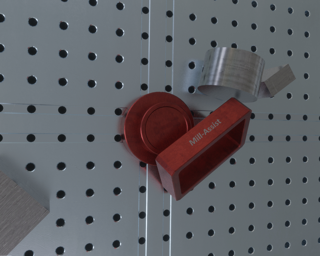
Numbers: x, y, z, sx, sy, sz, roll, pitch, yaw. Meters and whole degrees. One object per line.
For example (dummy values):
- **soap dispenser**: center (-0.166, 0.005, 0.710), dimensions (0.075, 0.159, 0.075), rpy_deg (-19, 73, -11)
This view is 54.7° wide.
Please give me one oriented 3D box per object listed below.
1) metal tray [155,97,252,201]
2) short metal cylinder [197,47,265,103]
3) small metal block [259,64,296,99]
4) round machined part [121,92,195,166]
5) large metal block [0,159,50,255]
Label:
- **metal tray**: center (0.058, 0.029, 0.401), dimensions (0.131, 0.090, 0.030), rpy_deg (-37, 60, -16)
- **short metal cylinder**: center (0.096, -0.069, 0.419), dimensions (0.081, 0.080, 0.050), rpy_deg (15, 85, -20)
- **small metal block**: center (0.161, -0.068, 0.459), dimensions (0.050, 0.050, 0.025), rpy_deg (-35, 102, -17)
- **round machined part**: center (0.002, 0.001, 0.404), dimensions (0.099, 0.042, 0.097), rpy_deg (0, 90, -20)
- **large metal block**: center (-0.179, 0.089, 0.334), dimensions (0.080, 0.050, 0.080), rpy_deg (-46, 105, -14)
